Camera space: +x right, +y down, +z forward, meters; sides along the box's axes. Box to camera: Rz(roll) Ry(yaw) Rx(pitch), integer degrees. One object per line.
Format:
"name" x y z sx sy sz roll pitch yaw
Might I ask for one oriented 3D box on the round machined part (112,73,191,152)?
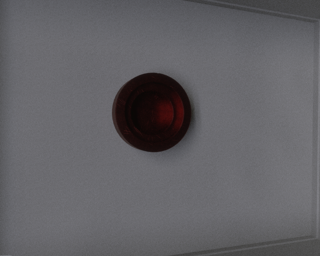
"round machined part" -0.013 -0.019 0.398 0.099 0.042 0.097 0 90 -21
